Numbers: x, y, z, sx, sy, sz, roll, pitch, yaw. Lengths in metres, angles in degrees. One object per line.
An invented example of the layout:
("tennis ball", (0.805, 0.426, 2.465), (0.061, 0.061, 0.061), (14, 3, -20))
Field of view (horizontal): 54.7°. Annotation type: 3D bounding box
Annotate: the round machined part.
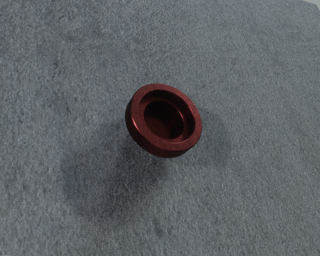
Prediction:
("round machined part", (0.001, -0.006, 0.399), (0.099, 0.042, 0.098), (14, 56, -21))
